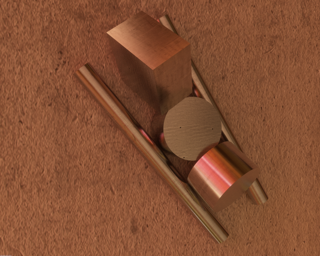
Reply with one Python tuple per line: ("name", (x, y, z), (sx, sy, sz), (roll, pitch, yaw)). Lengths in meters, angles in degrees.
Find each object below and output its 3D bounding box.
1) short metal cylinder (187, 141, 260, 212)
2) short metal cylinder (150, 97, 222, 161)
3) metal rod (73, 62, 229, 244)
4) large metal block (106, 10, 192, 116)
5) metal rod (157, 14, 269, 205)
("short metal cylinder", (0.083, 0.064, 0.405), (0.080, 0.080, 0.050), (-33, 59, -17))
("short metal cylinder", (0.033, 0.001, 0.409), (0.081, 0.050, 0.080), (0, 90, -20))
("metal rod", (-0.004, 0.042, 0.408), (0.025, 0.025, 0.300), (-43, 104, -15))
("large metal block", (-0.009, -0.074, 0.361), (0.050, 0.080, 0.080), (-38, 61, -16))
("metal rod", (0.076, -0.018, 0.438), (0.025, 0.025, 0.299), (-34, 101, -17))
